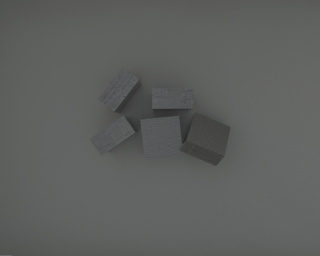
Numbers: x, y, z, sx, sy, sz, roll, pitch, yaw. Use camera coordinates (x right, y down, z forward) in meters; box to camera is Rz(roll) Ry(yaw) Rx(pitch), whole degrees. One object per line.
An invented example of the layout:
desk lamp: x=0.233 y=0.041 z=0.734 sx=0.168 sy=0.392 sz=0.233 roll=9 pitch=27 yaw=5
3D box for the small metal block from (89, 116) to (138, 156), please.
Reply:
small metal block: x=-0.057 y=0.009 z=0.398 sx=0.050 sy=0.050 sz=0.025 roll=-35 pitch=90 yaw=0

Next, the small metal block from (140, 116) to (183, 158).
small metal block: x=0.002 y=0.011 z=0.411 sx=0.050 sy=0.025 sz=0.050 roll=-6 pitch=90 yaw=0

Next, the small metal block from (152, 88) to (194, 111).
small metal block: x=0.015 y=-0.036 z=0.399 sx=0.050 sy=0.050 sz=0.025 roll=-1 pitch=90 yaw=-1

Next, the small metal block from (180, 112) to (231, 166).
small metal block: x=0.059 y=0.014 z=0.399 sx=0.050 sy=0.025 sz=0.050 roll=23 pitch=50 yaw=-1

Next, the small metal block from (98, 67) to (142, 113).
small metal block: x=-0.050 y=-0.047 z=0.398 sx=0.025 sy=0.050 sz=0.050 roll=38 pitch=90 yaw=-1
